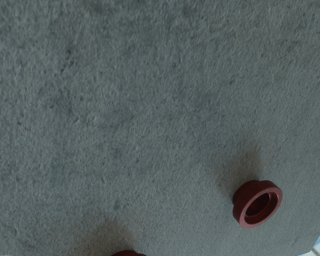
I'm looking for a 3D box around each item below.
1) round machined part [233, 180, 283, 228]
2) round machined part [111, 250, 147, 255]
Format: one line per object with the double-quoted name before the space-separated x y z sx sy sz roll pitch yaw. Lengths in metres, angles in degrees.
"round machined part" 0.176 0.136 0.580 0.099 0.042 0.097 -14 125 -21
"round machined part" -0.060 0.244 0.516 0.099 0.042 0.097 -14 125 -21
